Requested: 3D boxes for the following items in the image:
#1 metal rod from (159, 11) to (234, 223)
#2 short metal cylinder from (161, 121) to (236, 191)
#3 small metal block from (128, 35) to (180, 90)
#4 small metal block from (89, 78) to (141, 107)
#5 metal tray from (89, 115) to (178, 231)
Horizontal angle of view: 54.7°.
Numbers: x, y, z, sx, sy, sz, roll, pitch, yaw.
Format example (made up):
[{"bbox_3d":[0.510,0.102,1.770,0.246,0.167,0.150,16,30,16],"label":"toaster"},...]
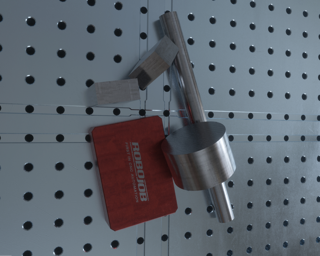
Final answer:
[{"bbox_3d":[0.053,-0.010,0.433,0.025,0.025,0.298,-19,97,-19],"label":"metal rod"},{"bbox_3d":[0.048,0.032,0.381,0.081,0.080,0.050,-27,112,-18],"label":"short metal cylinder"},{"bbox_3d":[-0.007,-0.082,0.387,0.025,0.050,0.050,42,38,-16],"label":"small metal block"},{"bbox_3d":[-0.057,-0.043,0.379,0.050,0.050,0.025,-10,94,-20],"label":"small metal block"},{"bbox_3d":[-0.034,0.055,0.399,0.091,0.030,0.129,-12,94,-20],"label":"metal tray"}]
